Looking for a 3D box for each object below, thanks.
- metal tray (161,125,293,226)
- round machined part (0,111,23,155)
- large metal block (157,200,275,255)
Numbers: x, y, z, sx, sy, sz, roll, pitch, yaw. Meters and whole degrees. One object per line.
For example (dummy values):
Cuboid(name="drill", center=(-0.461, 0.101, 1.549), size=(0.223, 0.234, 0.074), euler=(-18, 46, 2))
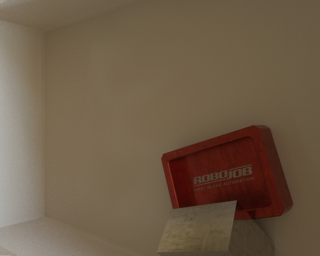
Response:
Cuboid(name="metal tray", center=(0.067, 0.057, 0.346), size=(0.130, 0.030, 0.090), euler=(-21, 77, 37))
Cuboid(name="round machined part", center=(-0.343, 0.011, 0.677), size=(0.098, 0.042, 0.097), euler=(0, 90, 39))
Cuboid(name="large metal block", center=(0.058, 0.122, 0.314), size=(0.080, 0.050, 0.080), euler=(-20, 122, 38))
